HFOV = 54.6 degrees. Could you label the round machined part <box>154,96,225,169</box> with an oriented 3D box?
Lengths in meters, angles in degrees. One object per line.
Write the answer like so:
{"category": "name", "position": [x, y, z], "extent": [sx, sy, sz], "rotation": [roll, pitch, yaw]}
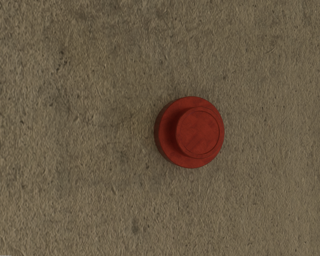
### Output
{"category": "round machined part", "position": [0.045, 0.006, 0.416], "extent": [0.099, 0.042, 0.097], "rotation": [0, 90, -20]}
